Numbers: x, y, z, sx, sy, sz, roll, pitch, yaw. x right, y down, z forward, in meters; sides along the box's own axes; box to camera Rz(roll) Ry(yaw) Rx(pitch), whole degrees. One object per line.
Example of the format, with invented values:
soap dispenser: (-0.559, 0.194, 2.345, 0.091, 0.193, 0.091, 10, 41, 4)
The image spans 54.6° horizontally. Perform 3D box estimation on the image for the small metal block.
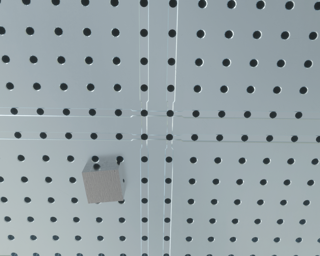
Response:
small metal block: (-0.079, 0.077, 0.441, 0.050, 0.025, 0.050, -5, 110, 2)
